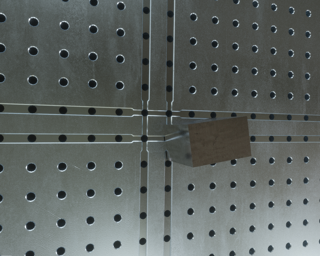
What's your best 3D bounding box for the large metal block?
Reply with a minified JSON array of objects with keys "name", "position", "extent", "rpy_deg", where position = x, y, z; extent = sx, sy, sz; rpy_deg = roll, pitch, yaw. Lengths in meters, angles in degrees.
[{"name":"large metal block","position":[0.059,0.015,0.405],"extent":[0.081,0.080,0.050],"rpy_deg":[-8,93,-20]}]
